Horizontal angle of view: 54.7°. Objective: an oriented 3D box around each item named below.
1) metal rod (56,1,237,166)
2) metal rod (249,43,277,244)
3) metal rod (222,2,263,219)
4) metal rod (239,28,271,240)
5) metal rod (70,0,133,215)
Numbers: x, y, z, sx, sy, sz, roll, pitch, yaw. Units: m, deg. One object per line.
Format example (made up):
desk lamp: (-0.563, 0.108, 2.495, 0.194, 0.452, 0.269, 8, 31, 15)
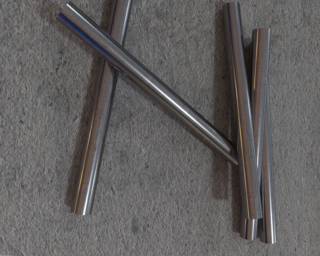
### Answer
metal rod: (0.005, -0.041, 0.392, 0.301, 0.025, 0.025, 38, 78, -23)
metal rod: (0.155, 0.022, 0.465, 0.025, 0.025, 0.298, -4, 92, -20)
metal rod: (0.114, -0.028, 0.431, 0.025, 0.025, 0.298, -2, 84, -20)
metal rod: (0.136, 0.012, 0.445, 0.025, 0.025, 0.298, 1, 95, -20)
metal rod: (-0.068, -0.045, 0.383, 0.025, 0.025, 0.298, 12, 86, -20)
